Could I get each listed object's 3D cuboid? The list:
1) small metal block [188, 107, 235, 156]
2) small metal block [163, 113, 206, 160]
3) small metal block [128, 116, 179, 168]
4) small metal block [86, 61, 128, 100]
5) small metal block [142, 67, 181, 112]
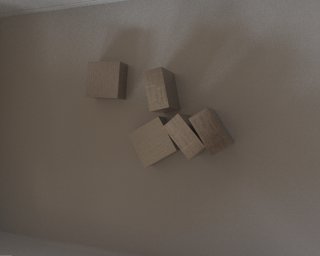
[{"bbox_3d":[0.064,0.004,0.375,0.025,0.050,0.050,-33,79,17],"label":"small metal block"},{"bbox_3d":[0.036,0.010,0.384,0.025,0.050,0.050,-42,77,16],"label":"small metal block"},{"bbox_3d":[-0.007,0.019,0.413,0.050,0.025,0.050,-31,80,17],"label":"small metal block"},{"bbox_3d":[-0.075,-0.067,0.437,0.050,0.025,0.050,5,92,20],"label":"small metal block"},{"bbox_3d":[0.003,-0.047,0.396,0.025,0.050,0.050,-12,86,20],"label":"small metal block"}]
